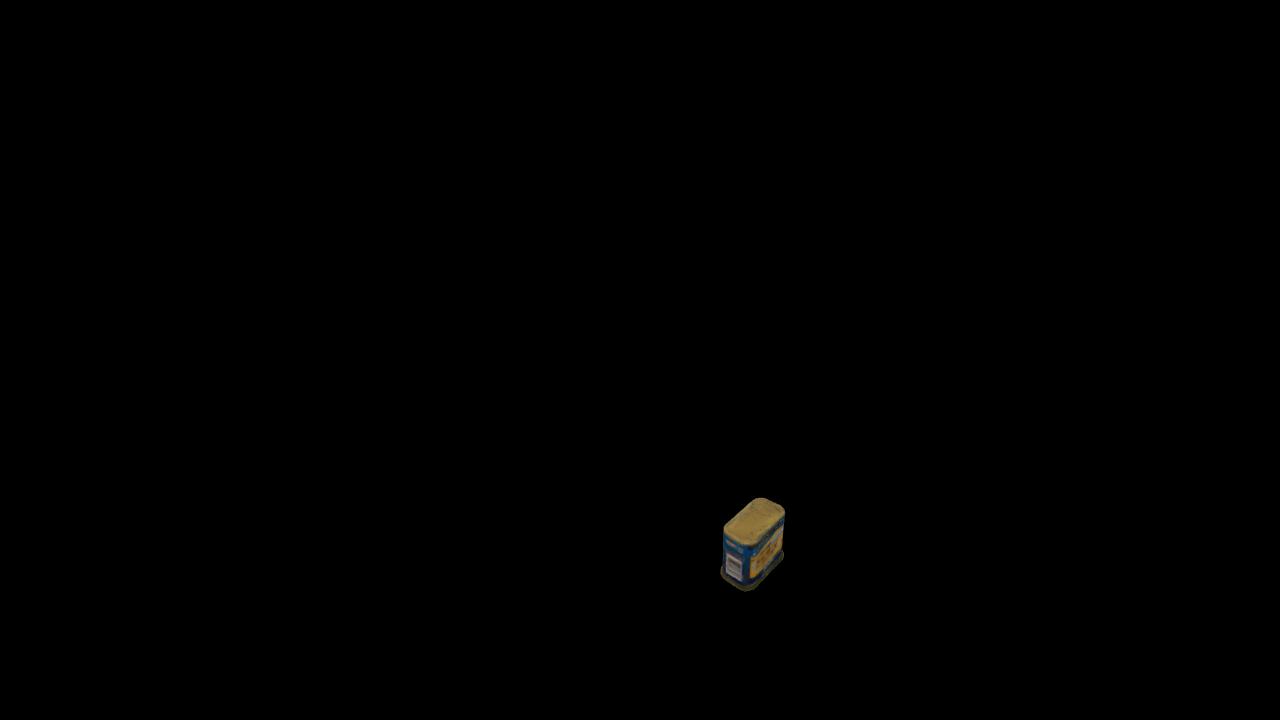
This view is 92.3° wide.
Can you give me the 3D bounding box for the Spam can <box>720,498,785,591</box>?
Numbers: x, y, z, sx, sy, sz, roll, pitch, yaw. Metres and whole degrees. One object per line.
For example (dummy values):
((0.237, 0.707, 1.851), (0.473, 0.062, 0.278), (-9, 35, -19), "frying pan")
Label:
((0.160, 0.256, 0.863), (0.058, 0.085, 0.101), (22, 38, 38), "Spam can")
